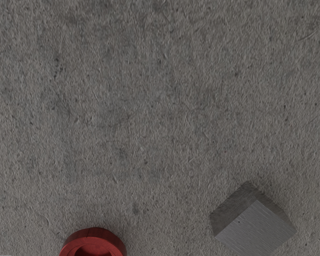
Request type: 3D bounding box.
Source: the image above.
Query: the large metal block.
[{"bbox_3d":[0.132,0.138,0.448,0.080,0.050,0.080,39,105,-13],"label":"large metal block"}]

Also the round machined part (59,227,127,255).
[{"bbox_3d":[-0.099,0.191,0.470,0.099,0.042,0.097,0,110,0],"label":"round machined part"}]
